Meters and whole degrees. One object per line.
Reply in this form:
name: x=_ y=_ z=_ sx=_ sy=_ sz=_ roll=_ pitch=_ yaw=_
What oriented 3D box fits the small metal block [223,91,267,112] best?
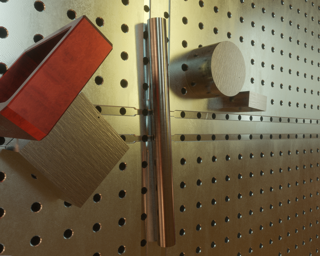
small metal block: x=0.141 y=-0.043 z=0.514 sx=0.050 sy=0.050 sz=0.025 roll=8 pitch=85 yaw=-40

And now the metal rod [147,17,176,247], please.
metal rod: x=0.002 y=0.007 z=0.412 sx=0.025 sy=0.025 sz=0.298 roll=-5 pitch=93 yaw=-40

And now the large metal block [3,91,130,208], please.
large metal block: x=-0.092 y=0.021 z=0.317 sx=0.080 sy=0.050 sz=0.080 roll=-52 pitch=121 yaw=-27

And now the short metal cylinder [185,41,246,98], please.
short metal cylinder: x=0.084 y=-0.086 z=0.466 sx=0.081 sy=0.050 sz=0.079 roll=0 pitch=90 yaw=-40

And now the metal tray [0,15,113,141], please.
metal tray: x=-0.104 y=-0.036 z=0.254 sx=0.030 sy=0.130 sz=0.090 roll=45 pitch=63 yaw=-31
